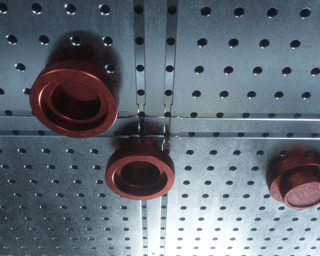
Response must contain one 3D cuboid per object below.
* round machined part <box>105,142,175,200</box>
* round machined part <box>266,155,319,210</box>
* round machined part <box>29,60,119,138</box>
[{"bbox_3d":[-0.028,0.059,0.450,0.099,0.042,0.097,-1,130,0],"label":"round machined part"},{"bbox_3d":[0.220,0.090,0.481,0.099,0.042,0.097,-1,130,0],"label":"round machined part"},{"bbox_3d":[-0.098,-0.037,0.367,0.099,0.042,0.097,-1,130,0],"label":"round machined part"}]
